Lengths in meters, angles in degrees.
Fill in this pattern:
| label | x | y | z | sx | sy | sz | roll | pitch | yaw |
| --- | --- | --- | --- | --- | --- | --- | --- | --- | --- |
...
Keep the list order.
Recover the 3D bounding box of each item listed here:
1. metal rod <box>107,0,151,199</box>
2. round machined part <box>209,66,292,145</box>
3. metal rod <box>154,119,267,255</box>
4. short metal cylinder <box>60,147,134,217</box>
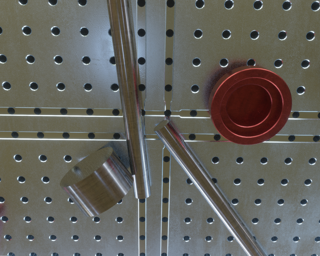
| label | x | y | z | sx | sy | sz | roll | pitch | yaw |
| --- | --- | --- | --- | --- | --- | --- | --- | --- | --- |
| metal rod | -0.039 | -0.043 | 0.396 | 0.025 | 0.025 | 0.298 | -5 | 110 | 1 |
| round machined part | 0.111 | -0.031 | 0.395 | 0.099 | 0.042 | 0.097 | 0 | 110 | -1 |
| metal rod | 0.087 | 0.112 | 0.455 | 0.025 | 0.025 | 0.299 | -33 | 107 | 11 |
| short metal cylinder | -0.082 | 0.069 | 0.409 | 0.080 | 0.080 | 0.050 | -29 | 108 | 10 |
